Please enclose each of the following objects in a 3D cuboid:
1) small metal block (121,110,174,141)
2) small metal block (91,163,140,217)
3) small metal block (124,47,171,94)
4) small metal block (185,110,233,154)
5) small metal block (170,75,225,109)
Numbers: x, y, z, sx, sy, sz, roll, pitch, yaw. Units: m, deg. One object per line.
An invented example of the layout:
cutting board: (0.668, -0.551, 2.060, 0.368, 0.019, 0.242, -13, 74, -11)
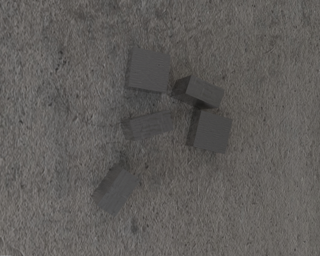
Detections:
small metal block: (-0.018, -0.004, 0.389, 0.050, 0.050, 0.025, -16, 96, -19)
small metal block: (-0.055, 0.073, 0.375, 0.025, 0.050, 0.050, 38, 78, -16)
small metal block: (-0.017, -0.073, 0.403, 0.050, 0.025, 0.050, 7, 88, -20)
small metal block: (0.069, 0.006, 0.434, 0.050, 0.025, 0.050, 15, 85, -20)
small metal block: (0.049, -0.046, 0.414, 0.050, 0.050, 0.025, 21, 83, -19)
